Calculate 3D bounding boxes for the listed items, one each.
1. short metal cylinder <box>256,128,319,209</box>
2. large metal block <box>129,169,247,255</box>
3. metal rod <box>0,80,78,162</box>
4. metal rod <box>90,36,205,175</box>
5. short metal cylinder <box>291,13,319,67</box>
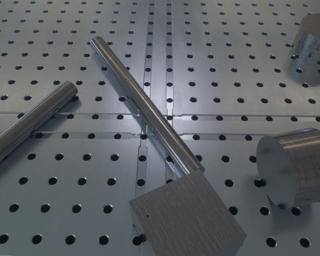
[{"bbox_3d":[0.147,0.043,0.337,0.050,0.080,0.080,-10,51,-8],"label":"short metal cylinder"},{"bbox_3d":[0.024,0.100,0.308,0.081,0.050,0.080,-22,54,-18],"label":"large metal block"},{"bbox_3d":[-0.209,0.038,0.373,0.025,0.025,0.301,25,54,19],"label":"metal rod"},{"bbox_3d":[-0.033,-0.045,0.445,0.025,0.025,0.300,-24,54,-19],"label":"metal rod"},{"bbox_3d":[0.269,-0.148,0.518,0.081,0.050,0.080,0,50,0],"label":"short metal cylinder"}]
